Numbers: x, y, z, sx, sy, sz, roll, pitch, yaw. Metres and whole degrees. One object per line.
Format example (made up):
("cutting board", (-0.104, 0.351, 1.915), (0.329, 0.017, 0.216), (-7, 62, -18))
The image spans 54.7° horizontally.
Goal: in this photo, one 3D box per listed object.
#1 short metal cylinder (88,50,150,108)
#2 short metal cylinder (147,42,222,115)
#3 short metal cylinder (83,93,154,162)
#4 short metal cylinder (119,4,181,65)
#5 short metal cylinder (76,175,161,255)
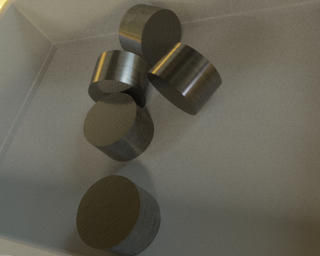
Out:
("short metal cylinder", (-0.056, -0.064, 0.439), (0.080, 0.080, 0.050), (-5, 59, 25))
("short metal cylinder", (0.030, -0.061, 0.392), (0.080, 0.080, 0.050), (35, 81, 38))
("short metal cylinder", (-0.055, -0.001, 0.419), (0.080, 0.050, 0.080), (-13, 57, 21))
("short metal cylinder", (-0.014, -0.140, 0.464), (0.050, 0.080, 0.080), (29, 78, 37))
("short metal cylinder", (-0.046, 0.100, 0.353), (0.080, 0.050, 0.080), (-13, 56, 21))
